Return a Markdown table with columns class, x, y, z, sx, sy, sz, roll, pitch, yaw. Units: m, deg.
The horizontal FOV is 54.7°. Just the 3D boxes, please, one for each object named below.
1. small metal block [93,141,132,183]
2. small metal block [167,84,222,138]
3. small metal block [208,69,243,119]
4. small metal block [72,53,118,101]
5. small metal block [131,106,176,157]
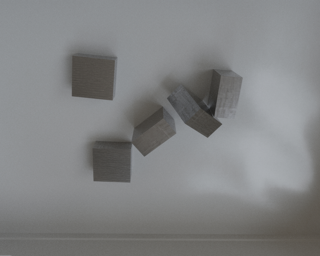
| class | x | y | z | sx | sy | sz | roll | pitch | yaw |
| --- | --- | --- | --- | --- | --- | --- | --- | --- | --- |
| small metal block | -0.065 | 0.046 | 0.428 | 0.050 | 0.025 | 0.050 | 2 | 110 | -2 |
| small metal block | 0.042 | -0.021 | 0.381 | 0.025 | 0.050 | 0.050 | -45 | 137 | 15 |
| small metal block | 0.079 | -0.043 | 0.383 | 0.025 | 0.050 | 0.050 | 5 | 109 | -3 |
| small metal block | -0.081 | -0.064 | 0.387 | 0.050 | 0.025 | 0.050 | 6 | 110 | -3 |
| small metal block | -0.008 | 0.003 | 0.399 | 0.050 | 0.050 | 0.025 | -37 | 106 | 12 |
